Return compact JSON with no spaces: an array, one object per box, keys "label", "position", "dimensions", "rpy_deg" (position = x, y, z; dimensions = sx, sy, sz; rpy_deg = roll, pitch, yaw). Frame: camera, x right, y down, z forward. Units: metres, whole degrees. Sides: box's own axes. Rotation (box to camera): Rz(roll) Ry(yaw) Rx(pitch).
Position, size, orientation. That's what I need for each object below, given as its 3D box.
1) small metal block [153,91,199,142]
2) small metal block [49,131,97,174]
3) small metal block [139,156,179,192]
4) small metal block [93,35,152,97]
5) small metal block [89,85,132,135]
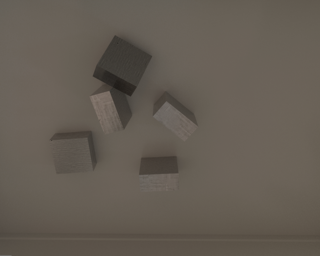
[{"label":"small metal block","position":[0.019,-0.016,0.392],"dimensions":[0.050,0.050,0.025],"rpy_deg":[38,106,-13]},{"label":"small metal block","position":[-0.117,0.033,0.422],"dimensions":[0.050,0.025,0.050],"rpy_deg":[-4,110,1]},{"label":"small metal block","position":[-0.001,0.061,0.420],"dimensions":[0.050,0.050,0.025],"rpy_deg":[-3,110,1]},{"label":"small metal block","position":[-0.044,-0.074,0.368],"dimensions":[0.050,0.050,0.025],"rpy_deg":[28,151,-10]},{"label":"small metal block","position":[-0.059,-0.027,0.386],"dimensions":[0.025,0.050,0.050],"rpy_deg":[-14,110,12]}]
